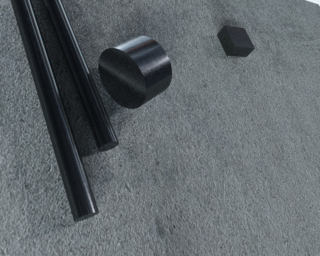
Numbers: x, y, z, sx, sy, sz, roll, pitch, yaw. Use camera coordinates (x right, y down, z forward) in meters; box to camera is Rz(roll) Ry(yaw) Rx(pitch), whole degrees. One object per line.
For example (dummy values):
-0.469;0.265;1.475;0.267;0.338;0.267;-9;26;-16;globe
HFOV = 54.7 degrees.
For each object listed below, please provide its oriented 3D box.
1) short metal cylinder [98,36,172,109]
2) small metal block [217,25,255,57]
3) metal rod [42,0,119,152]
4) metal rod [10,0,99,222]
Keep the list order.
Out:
-0.032;-0.071;0.395;0.080;0.080;0.050;48;51;5;short metal cylinder
0.142;-0.161;0.578;0.050;0.025;0.050;-5;64;-30;small metal block
-0.119;-0.108;0.405;0.025;0.025;0.299;-12;68;-33;metal rod
-0.129;-0.041;0.359;0.025;0.025;0.299;-10;67;-33;metal rod
